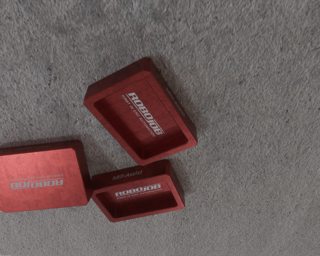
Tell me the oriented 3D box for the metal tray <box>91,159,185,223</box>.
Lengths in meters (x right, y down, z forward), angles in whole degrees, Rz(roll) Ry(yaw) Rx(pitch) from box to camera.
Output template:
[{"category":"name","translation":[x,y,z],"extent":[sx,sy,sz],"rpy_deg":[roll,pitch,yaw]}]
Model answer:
[{"category":"metal tray","translation":[-0.035,0.103,0.490],"extent":[0.130,0.030,0.090],"rpy_deg":[-14,129,11]}]

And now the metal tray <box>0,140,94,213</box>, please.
[{"category":"metal tray","translation":[-0.170,0.070,0.441],"extent":[0.131,0.030,0.089],"rpy_deg":[-7,108,5]}]

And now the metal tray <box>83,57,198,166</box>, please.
[{"category":"metal tray","translation":[-0.020,-0.014,0.391],"extent":[0.090,0.030,0.130],"rpy_deg":[-24,127,18]}]
